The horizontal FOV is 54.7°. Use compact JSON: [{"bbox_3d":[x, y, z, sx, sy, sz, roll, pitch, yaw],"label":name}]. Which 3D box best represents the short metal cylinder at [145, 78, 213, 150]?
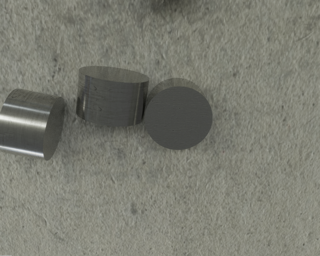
[{"bbox_3d":[0.022,-0.019,0.390,0.081,0.050,0.079,0,110,-1],"label":"short metal cylinder"}]

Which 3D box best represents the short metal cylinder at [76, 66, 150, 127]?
[{"bbox_3d":[-0.056,-0.040,0.365,0.081,0.080,0.050,8,110,-4],"label":"short metal cylinder"}]

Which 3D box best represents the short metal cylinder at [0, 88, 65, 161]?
[{"bbox_3d":[-0.153,-0.004,0.377,0.050,0.080,0.079,11,110,-5],"label":"short metal cylinder"}]
